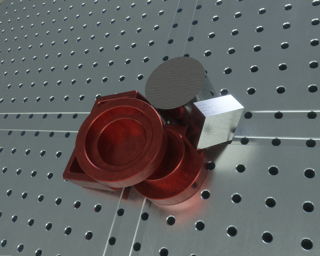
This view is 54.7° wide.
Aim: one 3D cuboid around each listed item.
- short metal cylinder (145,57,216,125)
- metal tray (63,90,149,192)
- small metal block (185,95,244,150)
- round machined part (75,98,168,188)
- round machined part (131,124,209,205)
[{"bbox_3d":[0.028,-0.046,0.404,0.080,0.050,0.080,-13,56,20],"label":"short metal cylinder"},{"bbox_3d":[-0.071,0.015,0.417,0.090,0.030,0.130,-4,59,43],"label":"metal tray"},{"bbox_3d":[0.061,-0.006,0.351,0.050,0.050,0.025,-14,47,-24],"label":"small metal block"},{"bbox_3d":[-0.039,0.019,0.344,0.098,0.042,0.098,-6,62,13],"label":"round machined part"},{"bbox_3d":[0.005,0.038,0.369,0.098,0.042,0.098,-13,56,20],"label":"round machined part"}]
